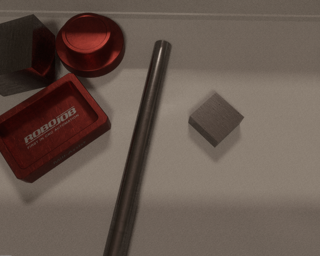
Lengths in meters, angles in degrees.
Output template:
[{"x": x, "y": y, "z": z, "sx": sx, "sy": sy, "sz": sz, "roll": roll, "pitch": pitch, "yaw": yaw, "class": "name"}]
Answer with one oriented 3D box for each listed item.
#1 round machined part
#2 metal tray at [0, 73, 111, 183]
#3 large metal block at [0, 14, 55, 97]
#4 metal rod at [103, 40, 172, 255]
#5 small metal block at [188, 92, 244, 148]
[{"x": -0.102, "y": -0.125, "z": 0.445, "sx": 0.099, "sy": 0.042, "sz": 0.098, "roll": 0, "pitch": 70, "yaw": -1, "class": "round machined part"}, {"x": -0.143, "y": -0.002, "z": 0.405, "sx": 0.131, "sy": 0.030, "sz": 0.090, "roll": -36, "pitch": 74, "yaw": -13, "class": "metal tray"}, {"x": -0.192, "y": -0.096, "z": 0.419, "sx": 0.080, "sy": 0.050, "sz": 0.080, "roll": -11, "pitch": 70, "yaw": 12, "class": "large metal block"}, {"x": -0.025, "y": 0.017, "z": 0.403, "sx": 0.025, "sy": 0.025, "sz": 0.299, "roll": 11, "pitch": 70, "yaw": 3, "class": "metal rod"}, {"x": 0.074, "y": -0.011, "z": 0.415, "sx": 0.050, "sy": 0.025, "sz": 0.050, "roll": -42, "pitch": 76, "yaw": -14, "class": "small metal block"}]
